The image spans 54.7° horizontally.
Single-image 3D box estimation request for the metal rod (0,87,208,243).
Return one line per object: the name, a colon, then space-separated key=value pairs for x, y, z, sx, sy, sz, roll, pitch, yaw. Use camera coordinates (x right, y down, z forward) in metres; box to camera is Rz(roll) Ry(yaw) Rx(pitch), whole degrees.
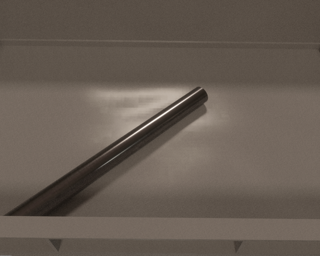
metal rod: x=-0.051 y=0.029 z=0.379 sx=0.302 sy=0.025 sz=0.025 roll=-35 pitch=59 yaw=-26
